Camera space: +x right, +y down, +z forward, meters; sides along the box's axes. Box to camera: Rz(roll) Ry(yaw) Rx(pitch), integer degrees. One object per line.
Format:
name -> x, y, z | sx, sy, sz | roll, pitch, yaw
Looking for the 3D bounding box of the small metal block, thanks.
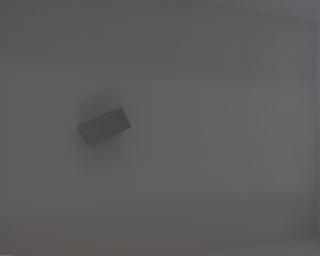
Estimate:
small metal block -> -0.068, -0.002, 0.372 | 0.050, 0.050, 0.025 | -27, 99, -18
